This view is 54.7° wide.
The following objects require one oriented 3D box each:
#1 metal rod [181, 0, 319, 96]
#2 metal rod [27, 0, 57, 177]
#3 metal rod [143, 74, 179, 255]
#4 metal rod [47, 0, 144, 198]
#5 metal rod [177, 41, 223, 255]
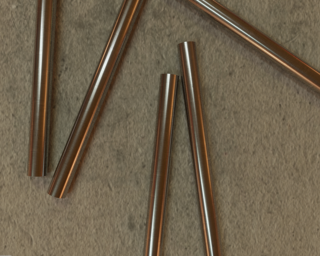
[{"bbox_3d":[0.116,-0.125,0.411,0.301,0.025,0.025,34,90,-1],"label":"metal rod"},{"bbox_3d":[-0.153,-0.087,0.407,0.025,0.025,0.298,3,90,-1],"label":"metal rod"},{"bbox_3d":[-0.001,0.079,0.410,0.025,0.025,0.298,6,90,-1],"label":"metal rod"},{"bbox_3d":[-0.082,-0.051,0.408,0.025,0.025,0.299,22,90,-1],"label":"metal rod"},{"bbox_3d":[0.054,0.037,0.410,0.025,0.025,0.298,-7,90,0],"label":"metal rod"}]
